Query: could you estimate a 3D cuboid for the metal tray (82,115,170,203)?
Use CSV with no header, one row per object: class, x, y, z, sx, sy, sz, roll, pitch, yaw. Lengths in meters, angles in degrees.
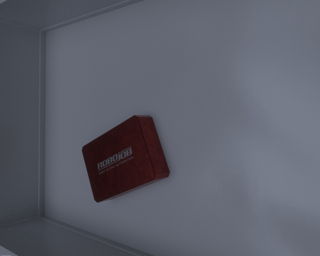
metal tray,-0.055,0.047,0.446,0.130,0.030,0.090,-28,73,36
